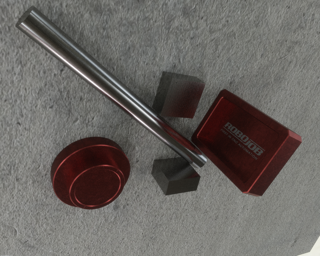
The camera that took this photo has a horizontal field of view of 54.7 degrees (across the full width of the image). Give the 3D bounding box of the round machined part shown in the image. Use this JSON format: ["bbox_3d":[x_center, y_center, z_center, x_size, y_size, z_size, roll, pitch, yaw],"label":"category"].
[{"bbox_3d":[-0.084,0.063,0.391,0.099,0.042,0.097,-14,125,-21],"label":"round machined part"}]

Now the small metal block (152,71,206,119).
[{"bbox_3d":[0.024,-0.042,0.396,0.050,0.025,0.050,4,117,-31],"label":"small metal block"}]

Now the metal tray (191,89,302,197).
[{"bbox_3d":[0.105,0.015,0.408,0.030,0.130,0.090,21,107,-36],"label":"metal tray"}]

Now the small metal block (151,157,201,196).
[{"bbox_3d":[0.022,0.068,0.447,0.050,0.050,0.025,-3,121,-27],"label":"small metal block"}]

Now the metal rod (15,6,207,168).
[{"bbox_3d":[-0.031,-0.026,0.372,0.025,0.025,0.301,-47,129,4],"label":"metal rod"}]
